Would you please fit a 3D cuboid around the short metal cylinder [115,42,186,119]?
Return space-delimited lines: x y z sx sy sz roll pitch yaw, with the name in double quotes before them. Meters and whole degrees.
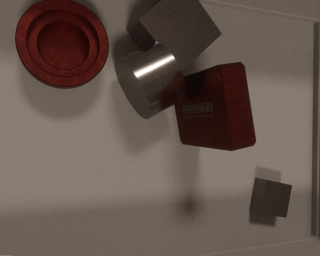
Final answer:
"short metal cylinder" -0.013 -0.058 0.377 0.050 0.080 0.080 -30 100 -17

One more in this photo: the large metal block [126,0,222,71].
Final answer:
"large metal block" 0.018 -0.125 0.403 0.080 0.050 0.080 -45 107 -15

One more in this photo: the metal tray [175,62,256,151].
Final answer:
"metal tray" 0.058 -0.023 0.377 0.030 0.130 0.089 -11 94 -20

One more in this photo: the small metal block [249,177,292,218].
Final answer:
"small metal block" 0.170 0.107 0.476 0.050 0.025 0.050 14 85 -20

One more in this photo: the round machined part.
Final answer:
"round machined part" -0.113 -0.094 0.360 0.099 0.042 0.097 0 90 -21
